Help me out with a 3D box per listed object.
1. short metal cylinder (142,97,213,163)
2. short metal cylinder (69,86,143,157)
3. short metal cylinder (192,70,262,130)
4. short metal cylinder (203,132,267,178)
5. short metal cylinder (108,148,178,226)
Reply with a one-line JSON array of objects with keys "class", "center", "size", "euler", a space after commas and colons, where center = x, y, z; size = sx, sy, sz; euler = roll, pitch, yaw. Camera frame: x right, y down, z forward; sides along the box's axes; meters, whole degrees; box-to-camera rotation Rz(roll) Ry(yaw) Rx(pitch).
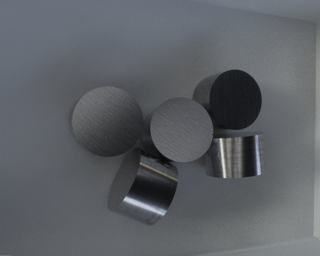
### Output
[{"class": "short metal cylinder", "center": [0.021, 0.005, 0.398], "size": [0.081, 0.050, 0.080], "euler": [3, 80, -15]}, {"class": "short metal cylinder", "center": [-0.066, -0.007, 0.373], "size": [0.081, 0.050, 0.080], "euler": [0, 90, -20]}, {"class": "short metal cylinder", "center": [0.092, -0.037, 0.431], "size": [0.081, 0.050, 0.080], "euler": [0, 90, -20]}, {"class": "short metal cylinder", "center": [0.100, 0.034, 0.418], "size": [0.081, 0.080, 0.050], "euler": [-6, 92, -20]}, {"class": "short metal cylinder", "center": [-0.022, 0.070, 0.373], "size": [0.050, 0.080, 0.080], "euler": [28, 81, -18]}]
